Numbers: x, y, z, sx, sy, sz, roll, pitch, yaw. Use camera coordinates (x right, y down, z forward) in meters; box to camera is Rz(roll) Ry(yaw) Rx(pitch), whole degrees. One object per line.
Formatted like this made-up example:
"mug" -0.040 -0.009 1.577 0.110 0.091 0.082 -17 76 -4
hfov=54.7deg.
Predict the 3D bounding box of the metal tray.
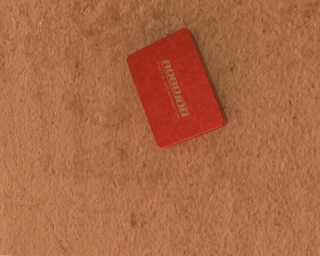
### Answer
"metal tray" 0.021 -0.049 0.398 0.090 0.030 0.129 -22 83 18
